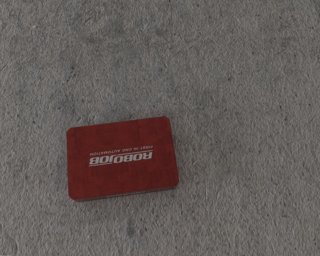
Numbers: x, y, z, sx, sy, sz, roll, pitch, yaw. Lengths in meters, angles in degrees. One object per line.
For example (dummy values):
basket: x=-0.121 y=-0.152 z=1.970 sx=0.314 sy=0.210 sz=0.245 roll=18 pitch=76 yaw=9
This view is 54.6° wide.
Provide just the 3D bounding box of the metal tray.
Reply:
metal tray: x=-0.047 y=0.039 z=0.391 sx=0.131 sy=0.030 sz=0.090 roll=-7 pitch=70 yaw=-3
